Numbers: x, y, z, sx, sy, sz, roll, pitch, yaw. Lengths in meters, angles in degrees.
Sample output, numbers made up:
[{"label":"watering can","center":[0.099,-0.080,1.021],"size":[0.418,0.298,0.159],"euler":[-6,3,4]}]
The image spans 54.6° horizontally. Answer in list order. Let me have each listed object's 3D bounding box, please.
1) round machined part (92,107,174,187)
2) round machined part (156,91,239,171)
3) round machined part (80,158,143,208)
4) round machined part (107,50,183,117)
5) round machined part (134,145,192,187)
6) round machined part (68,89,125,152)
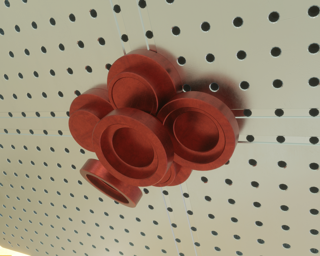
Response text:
[{"label":"round machined part","center":[-0.028,0.019,0.372],"size":[0.098,0.042,0.097],"euler":[13,124,21]},{"label":"round machined part","center":[0.047,0.000,0.375],"size":[0.098,0.042,0.097],"euler":[13,124,21]},{"label":"round machined part","center":[-0.067,0.075,0.466],"size":[0.098,0.042,0.098],"euler":[26,154,14]},{"label":"round machined part","center":[-0.025,-0.044,0.387],"size":[0.098,0.042,0.097],"euler":[13,124,21]},{"label":"round machined part","center":[-0.003,0.042,0.428],"size":[0.098,0.042,0.097],"euler":[13,124,21]},{"label":"round machined part","center":[-0.091,-0.004,0.447],"size":[0.098,0.042,0.097],"euler":[13,124,21]}]
